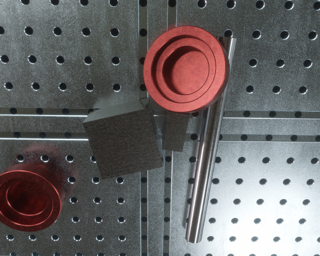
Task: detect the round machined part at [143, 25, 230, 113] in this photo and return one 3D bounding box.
[{"bbox_3d":[0.033,-0.066,0.366,0.098,0.042,0.097,0,91,23],"label":"round machined part"}]

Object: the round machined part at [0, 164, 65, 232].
[{"bbox_3d":[-0.183,0.093,0.437,0.099,0.042,0.097,0,110,0],"label":"round machined part"}]

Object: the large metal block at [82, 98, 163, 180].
[{"bbox_3d":[-0.044,0.013,0.404,0.080,0.050,0.080,-13,110,4],"label":"large metal block"}]

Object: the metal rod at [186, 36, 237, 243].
[{"bbox_3d":[0.066,0.029,0.424,0.025,0.025,0.298,5,110,-2],"label":"metal rod"}]

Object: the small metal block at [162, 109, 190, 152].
[{"bbox_3d":[0.019,-0.004,0.399,0.025,0.050,0.050,8,111,-3],"label":"small metal block"}]
